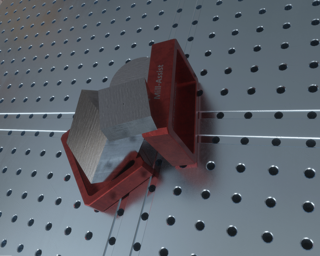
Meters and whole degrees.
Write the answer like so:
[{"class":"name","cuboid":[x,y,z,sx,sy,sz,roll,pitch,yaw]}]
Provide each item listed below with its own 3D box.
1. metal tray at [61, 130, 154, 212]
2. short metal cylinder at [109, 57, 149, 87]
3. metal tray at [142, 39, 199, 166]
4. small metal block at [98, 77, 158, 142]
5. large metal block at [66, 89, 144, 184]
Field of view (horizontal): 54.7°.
[{"class":"metal tray","cuboid":[-0.076,0.034,0.420,0.090,0.030,0.130,-37,51,3]},{"class":"short metal cylinder","cuboid":[-0.023,-0.052,0.435,0.080,0.050,0.080,-13,56,20]},{"class":"metal tray","cuboid":[0.017,-0.030,0.374,0.030,0.090,0.130,-9,58,23]},{"class":"small metal block","cuboid":[-0.033,-0.019,0.315,0.050,0.025,0.050,-15,55,6]},{"class":"large metal block","cuboid":[-0.068,0.009,0.381,0.080,0.050,0.079,46,124,38]}]
